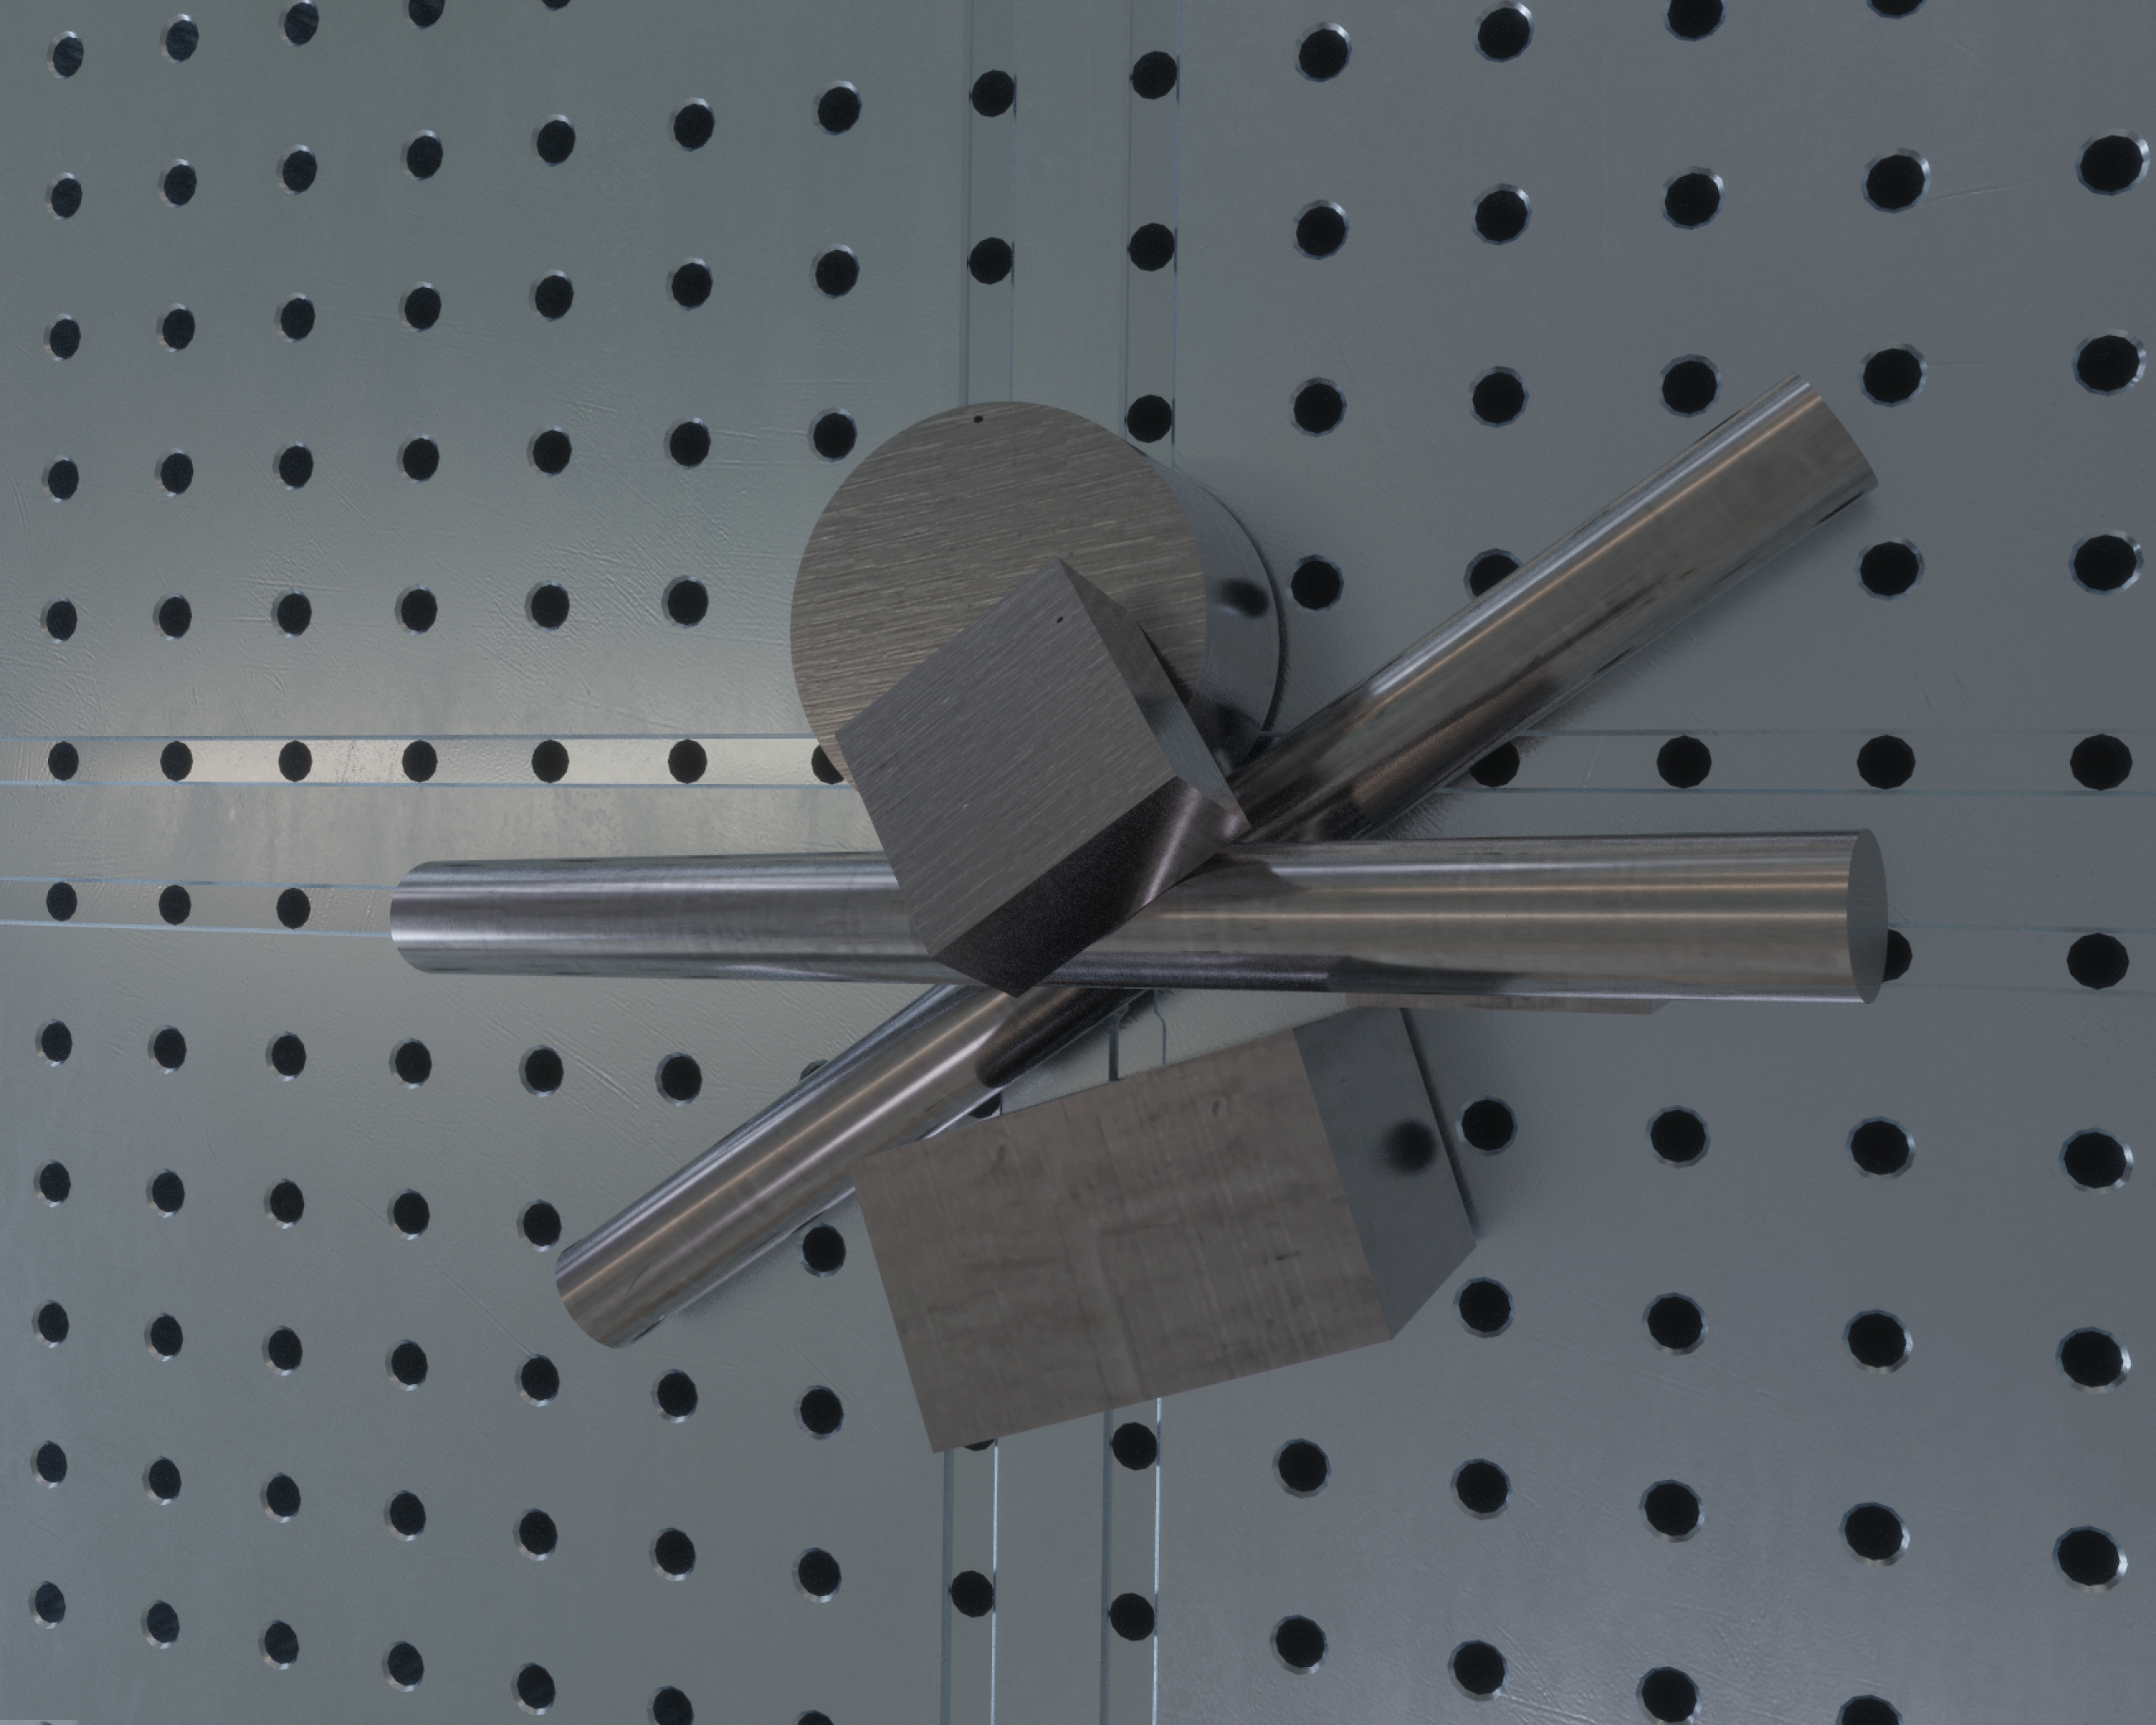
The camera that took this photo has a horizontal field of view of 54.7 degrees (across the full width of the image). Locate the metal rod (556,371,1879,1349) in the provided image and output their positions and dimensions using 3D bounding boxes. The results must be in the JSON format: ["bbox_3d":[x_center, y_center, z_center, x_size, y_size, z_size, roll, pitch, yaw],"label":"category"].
[{"bbox_3d":[0.015,0.009,0.404,0.300,0.025,0.025,-36,79,16],"label":"metal rod"}]

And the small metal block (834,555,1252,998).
[{"bbox_3d":[-0.007,-0.014,0.349,0.050,0.025,0.050,-37,56,16],"label":"small metal block"}]

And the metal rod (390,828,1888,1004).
[{"bbox_3d":[-0.014,0.010,0.376,0.300,0.025,0.025,-1,90,33],"label":"metal rod"}]

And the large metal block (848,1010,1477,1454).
[{"bbox_3d":[0.018,0.061,0.372,0.080,0.080,0.050,-19,84,19],"label":"large metal block"}]

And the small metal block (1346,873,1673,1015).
[{"bbox_3d":[0.078,0.012,0.368,0.050,0.050,0.025,0,90,21],"label":"small metal block"}]

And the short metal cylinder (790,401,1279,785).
[{"bbox_3d":[-0.007,-0.043,0.398,0.080,0.050,0.079,0,89,20],"label":"short metal cylinder"}]
